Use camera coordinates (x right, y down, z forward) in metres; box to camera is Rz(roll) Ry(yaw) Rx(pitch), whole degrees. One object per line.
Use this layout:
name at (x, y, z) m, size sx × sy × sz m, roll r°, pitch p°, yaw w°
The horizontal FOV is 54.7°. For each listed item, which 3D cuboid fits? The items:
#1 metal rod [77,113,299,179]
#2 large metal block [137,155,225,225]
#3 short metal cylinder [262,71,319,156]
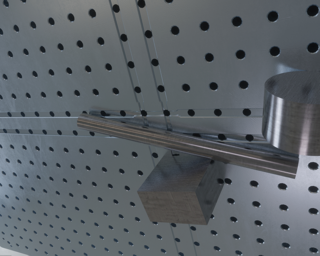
metal rod at (0.020, 0.018, 0.411) m, size 0.301 × 0.025 × 0.025 m, roll 12°, pitch 123°, yaw 21°
large metal block at (0.030, 0.078, 0.408) m, size 0.080 × 0.080 × 0.050 m, roll -7°, pitch 115°, yaw 31°
short metal cylinder at (0.139, -0.017, 0.292) m, size 0.080 × 0.080 × 0.050 m, roll 8°, pitch 122°, yaw 24°
